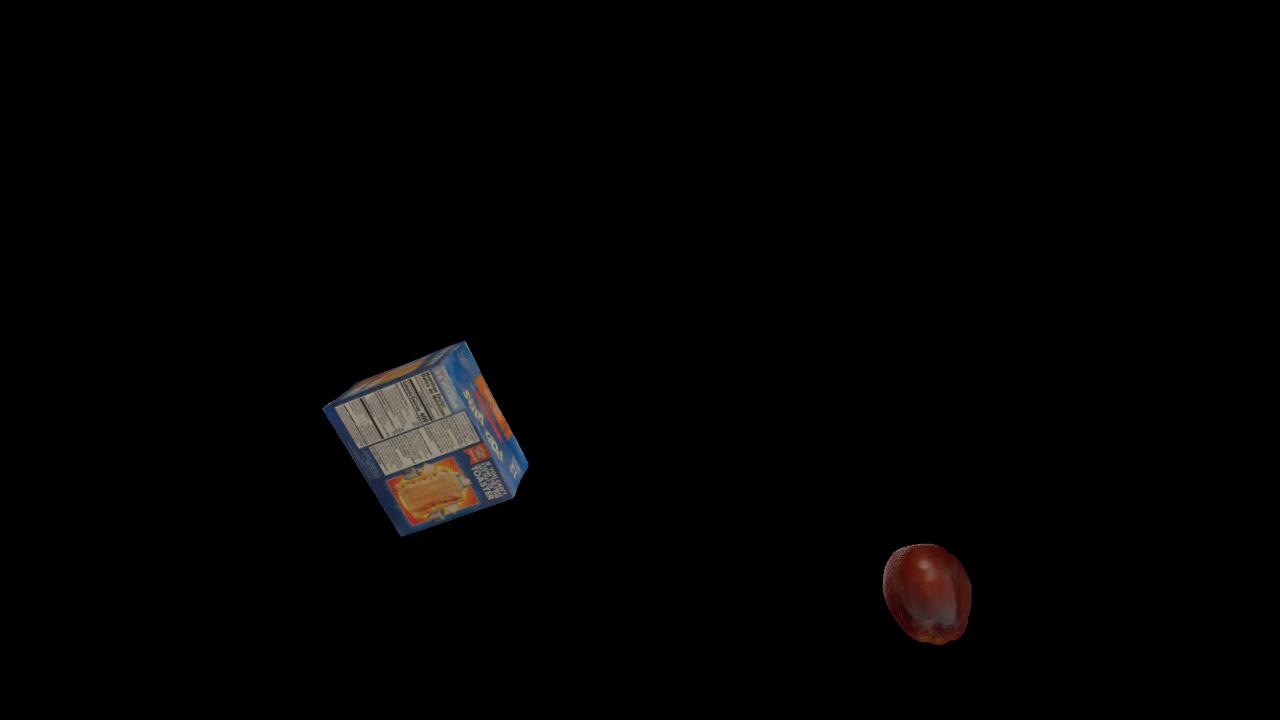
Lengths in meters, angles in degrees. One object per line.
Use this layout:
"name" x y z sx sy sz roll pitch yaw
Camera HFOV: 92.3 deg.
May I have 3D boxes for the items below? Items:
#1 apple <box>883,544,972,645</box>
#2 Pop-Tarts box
"apple" 0.275 0.222 0.593 0.079 0.093 0.079 5 -41 5
"Pop-Tarts box" -0.226 0.085 0.671 0.141 0.167 0.083 -20 18 8
